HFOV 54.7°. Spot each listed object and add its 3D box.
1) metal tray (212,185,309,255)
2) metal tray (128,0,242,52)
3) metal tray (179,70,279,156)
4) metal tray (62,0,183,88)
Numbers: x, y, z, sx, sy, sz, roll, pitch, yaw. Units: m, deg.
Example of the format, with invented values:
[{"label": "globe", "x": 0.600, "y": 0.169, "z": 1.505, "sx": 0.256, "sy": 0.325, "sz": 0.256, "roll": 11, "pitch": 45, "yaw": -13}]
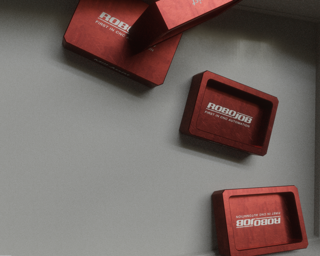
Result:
[{"label": "metal tray", "x": 0.145, "y": 0.132, "z": 0.447, "sx": 0.131, "sy": 0.030, "sz": 0.090, "roll": 1, "pitch": 73, "yaw": -20}, {"label": "metal tray", "x": 0.036, "y": -0.135, "z": 0.356, "sx": 0.131, "sy": 0.090, "sz": 0.030, "roll": -30, "pitch": 100, "yaw": -18}, {"label": "metal tray", "x": 0.101, "y": -0.018, "z": 0.444, "sx": 0.131, "sy": 0.030, "sz": 0.090, "roll": 17, "pitch": 84, "yaw": -19}, {"label": "metal tray", "x": -0.044, "y": -0.117, "z": 0.391, "sx": 0.131, "sy": 0.030, "sz": 0.090, "roll": 23, "pitch": 82, "yaw": -19}]
